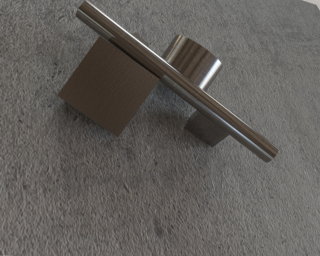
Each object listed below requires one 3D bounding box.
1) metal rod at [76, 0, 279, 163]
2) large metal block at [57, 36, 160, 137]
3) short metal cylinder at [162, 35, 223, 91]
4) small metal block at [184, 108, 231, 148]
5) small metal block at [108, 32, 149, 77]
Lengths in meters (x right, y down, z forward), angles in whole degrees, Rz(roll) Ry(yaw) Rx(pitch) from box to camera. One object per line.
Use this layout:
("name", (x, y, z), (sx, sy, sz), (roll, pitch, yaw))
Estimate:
("metal rod", (0.025, -0.056, 0.390), (0.301, 0.025, 0.025), (37, 51, -4))
("large metal block", (-0.058, -0.047, 0.365), (0.080, 0.050, 0.080), (35, 91, -6))
("short metal cylinder", (0.041, -0.087, 0.439), (0.080, 0.080, 0.050), (34, 93, -7))
("small metal block", (0.070, -0.006, 0.429), (0.050, 0.050, 0.025), (35, 51, -5))
("small metal block", (-0.048, -0.096, 0.424), (0.025, 0.050, 0.050), (44, 51, 1))
